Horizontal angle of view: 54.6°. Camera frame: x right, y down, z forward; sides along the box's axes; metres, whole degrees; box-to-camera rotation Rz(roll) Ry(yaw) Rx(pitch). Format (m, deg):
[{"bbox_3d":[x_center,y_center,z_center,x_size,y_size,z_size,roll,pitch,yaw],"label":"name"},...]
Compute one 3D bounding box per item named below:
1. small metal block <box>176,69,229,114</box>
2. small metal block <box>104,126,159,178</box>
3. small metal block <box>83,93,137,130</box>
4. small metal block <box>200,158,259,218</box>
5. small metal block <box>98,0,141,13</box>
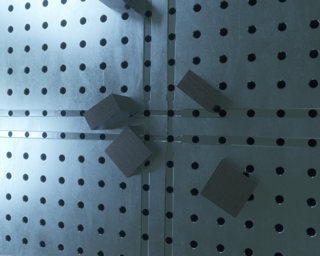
[{"bbox_3d":[0.054,-0.043,0.381,0.050,0.050,0.025,41,103,15],"label":"small metal block"},{"bbox_3d":[-0.040,0.032,0.427,0.050,0.025,0.050,47,104,14],"label":"small metal block"},{"bbox_3d":[-0.067,-0.021,0.424,0.050,0.050,0.025,-32,80,17],"label":"small metal block"},{"bbox_3d":[0.086,0.073,0.382,0.050,0.025,0.050,33,101,17],"label":"small metal block"},{"bbox_3d":[-0.059,-0.182,0.421,0.050,0.050,0.025,18,96,19],"label":"small metal block"}]
